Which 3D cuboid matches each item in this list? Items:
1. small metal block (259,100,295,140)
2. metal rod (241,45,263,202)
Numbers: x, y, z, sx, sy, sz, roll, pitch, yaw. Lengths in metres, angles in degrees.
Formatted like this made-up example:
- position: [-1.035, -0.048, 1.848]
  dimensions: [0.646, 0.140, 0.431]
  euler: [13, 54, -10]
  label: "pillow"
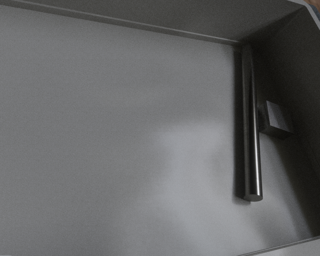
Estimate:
- position: [0.193, -0.012, 0.520]
  dimensions: [0.050, 0.025, 0.050]
  euler: [17, 55, -19]
  label: "small metal block"
- position: [0.146, -0.027, 0.502]
  dimensions: [0.025, 0.025, 0.300]
  euler: [21, 54, -16]
  label: "metal rod"
